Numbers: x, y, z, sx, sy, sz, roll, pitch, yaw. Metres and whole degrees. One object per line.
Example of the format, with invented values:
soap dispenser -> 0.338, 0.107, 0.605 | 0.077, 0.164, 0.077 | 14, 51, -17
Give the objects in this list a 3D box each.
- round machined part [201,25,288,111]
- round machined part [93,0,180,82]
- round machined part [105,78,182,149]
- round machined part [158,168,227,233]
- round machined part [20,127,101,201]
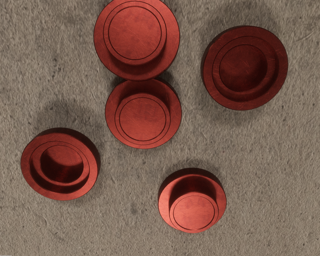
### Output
round machined part -> 0.098, -0.074, 0.375 | 0.099, 0.042, 0.097 | 0, 110, -1
round machined part -> -0.026, -0.103, 0.350 | 0.099, 0.042, 0.097 | 0, 95, 1
round machined part -> -0.021, -0.017, 0.394 | 0.099, 0.042, 0.097 | 0, 110, -1
round machined part -> 0.046, 0.110, 0.442 | 0.099, 0.042, 0.097 | 0, 110, -1
round machined part -> -0.129, 0.044, 0.415 | 0.099, 0.042, 0.097 | 0, 110, -1
